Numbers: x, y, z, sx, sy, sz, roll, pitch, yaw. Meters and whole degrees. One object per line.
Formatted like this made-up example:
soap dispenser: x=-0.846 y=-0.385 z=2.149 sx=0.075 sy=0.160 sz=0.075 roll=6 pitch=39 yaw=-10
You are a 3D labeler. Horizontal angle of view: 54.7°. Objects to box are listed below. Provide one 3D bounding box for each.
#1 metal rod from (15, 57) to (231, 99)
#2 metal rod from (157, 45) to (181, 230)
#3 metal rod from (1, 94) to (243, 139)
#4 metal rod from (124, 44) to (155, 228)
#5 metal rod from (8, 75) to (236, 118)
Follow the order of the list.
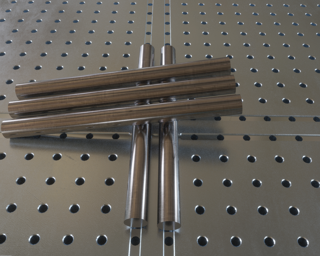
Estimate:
metal rod: x=-0.054 y=-0.069 z=0.438 sx=0.302 sy=0.025 sz=0.025 roll=-6 pitch=50 yaw=4
metal rod: x=0.011 y=-0.013 z=0.419 sx=0.025 sy=0.025 sz=0.300 roll=1 pitch=50 yaw=0
metal rod: x=-0.051 y=-0.014 z=0.391 sx=0.302 sy=0.025 sz=0.025 roll=-6 pitch=50 yaw=5
metal rod: x=-0.023 y=-0.015 z=0.420 sx=0.025 sy=0.025 sz=0.300 roll=1 pitch=50 yaw=0
metal rod: x=-0.053 y=-0.041 z=0.415 sx=0.302 sy=0.025 sz=0.025 roll=-6 pitch=50 yaw=5
